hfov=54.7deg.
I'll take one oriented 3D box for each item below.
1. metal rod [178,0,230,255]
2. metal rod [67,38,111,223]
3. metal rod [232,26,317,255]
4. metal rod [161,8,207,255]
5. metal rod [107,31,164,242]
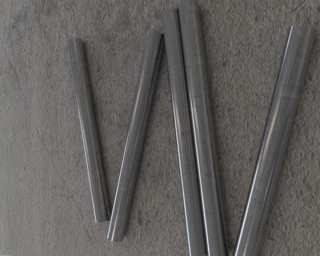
[{"bbox_3d":[0.050,-0.003,0.363,0.025,0.025,0.298,-10,83,39],"label":"metal rod"},{"bbox_3d":[-0.115,-0.002,0.500,0.025,0.025,0.299,-18,78,38],"label":"metal rod"},{"bbox_3d":[0.107,0.051,0.316,0.025,0.025,0.298,18,101,38],"label":"metal rod"},{"bbox_3d":[0.030,0.001,0.379,0.025,0.025,0.298,-10,83,39],"label":"metal rod"},{"bbox_3d":[-0.035,0.019,0.434,0.025,0.025,0.298,20,103,38],"label":"metal rod"}]
